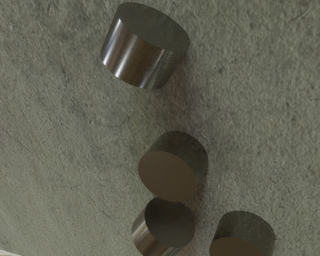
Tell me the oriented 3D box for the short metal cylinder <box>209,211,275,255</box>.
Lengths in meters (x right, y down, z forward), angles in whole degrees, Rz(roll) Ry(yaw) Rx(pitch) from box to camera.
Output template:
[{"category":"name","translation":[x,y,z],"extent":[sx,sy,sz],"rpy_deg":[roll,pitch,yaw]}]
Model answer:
[{"category":"short metal cylinder","translation":[0.115,0.163,0.430],"extent":[0.080,0.050,0.079],"rpy_deg":[13,124,20]}]

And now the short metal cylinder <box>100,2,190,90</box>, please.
[{"category":"short metal cylinder","translation":[-0.016,-0.086,0.325],"extent":[0.080,0.080,0.050],"rpy_deg":[37,129,3]}]

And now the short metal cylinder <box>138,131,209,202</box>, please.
[{"category":"short metal cylinder","translation":[0.018,0.051,0.411],"extent":[0.080,0.050,0.079],"rpy_deg":[13,124,20]}]

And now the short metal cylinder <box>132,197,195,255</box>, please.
[{"category":"short metal cylinder","translation":[0.005,0.149,0.460],"extent":[0.080,0.080,0.050],"rpy_deg":[36,129,4]}]
